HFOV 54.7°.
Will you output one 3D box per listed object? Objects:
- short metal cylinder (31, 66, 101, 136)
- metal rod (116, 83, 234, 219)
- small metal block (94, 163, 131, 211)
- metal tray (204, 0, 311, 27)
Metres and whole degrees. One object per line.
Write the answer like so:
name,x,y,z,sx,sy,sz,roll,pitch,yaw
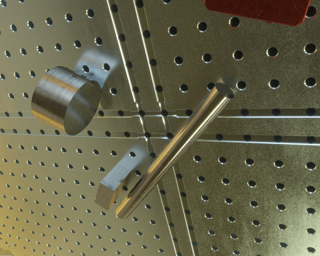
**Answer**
short metal cylinder,-0.124,-0.036,0.416,0.050,0.080,0.079,25,127,12
metal rod,0.004,0.052,0.439,0.025,0.025,0.298,38,129,2
small metal block,-0.075,0.093,0.490,0.025,0.050,0.050,29,128,9
metal tray,0.094,-0.161,0.259,0.090,0.030,0.129,18,125,17
